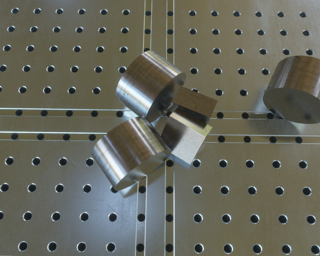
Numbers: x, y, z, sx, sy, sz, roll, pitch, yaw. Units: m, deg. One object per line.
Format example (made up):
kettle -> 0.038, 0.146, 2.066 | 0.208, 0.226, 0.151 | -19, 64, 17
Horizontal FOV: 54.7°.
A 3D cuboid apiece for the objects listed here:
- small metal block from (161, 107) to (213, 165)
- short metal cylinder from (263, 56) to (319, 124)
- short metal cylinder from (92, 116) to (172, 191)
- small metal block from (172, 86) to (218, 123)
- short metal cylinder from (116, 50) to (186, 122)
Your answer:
small metal block -> 0.030, 0.010, 0.392 | 0.050, 0.050, 0.025 | 31, 38, 10
short metal cylinder -> 0.182, -0.048, 0.401 | 0.080, 0.080, 0.050 | 26, 72, 9
short metal cylinder -> -0.033, 0.031, 0.371 | 0.080, 0.080, 0.050 | -34, 74, -11
small metal block -> 0.044, -0.025, 0.408 | 0.050, 0.050, 0.025 | 23, 72, 8
short metal cylinder -> -0.011, -0.053, 0.402 | 0.050, 0.080, 0.080 | 38, 74, 12
